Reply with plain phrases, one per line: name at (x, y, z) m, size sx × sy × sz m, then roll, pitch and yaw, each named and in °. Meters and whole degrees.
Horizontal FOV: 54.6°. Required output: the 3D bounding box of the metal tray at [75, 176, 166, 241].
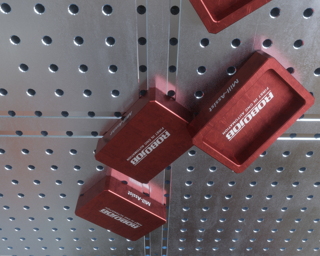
metal tray at (-0.064, 0.140, 0.527) m, size 0.130 × 0.030 × 0.090 m, roll 35°, pitch 122°, yaw -26°

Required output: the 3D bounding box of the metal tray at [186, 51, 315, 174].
metal tray at (0.107, -0.015, 0.374) m, size 0.090 × 0.030 × 0.130 m, roll 34°, pitch 107°, yaw -25°

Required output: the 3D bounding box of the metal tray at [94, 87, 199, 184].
metal tray at (-0.016, 0.016, 0.422) m, size 0.090 × 0.030 × 0.129 m, roll 32°, pitch 123°, yaw -25°

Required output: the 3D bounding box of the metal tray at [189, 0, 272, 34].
metal tray at (0.052, -0.161, 0.271) m, size 0.090 × 0.030 × 0.130 m, roll -28°, pitch 125°, yaw 21°
